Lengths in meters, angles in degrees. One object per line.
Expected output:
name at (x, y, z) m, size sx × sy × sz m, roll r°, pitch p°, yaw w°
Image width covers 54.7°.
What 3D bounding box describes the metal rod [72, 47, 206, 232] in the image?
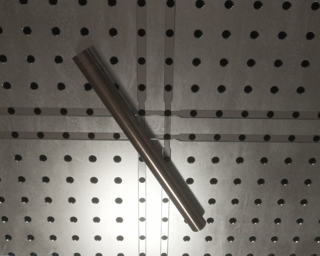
metal rod at (-0.019, 0.028, 0.423) m, size 0.025 × 0.025 × 0.299 m, roll -30°, pitch 108°, yaw 10°
